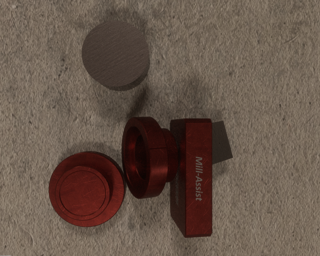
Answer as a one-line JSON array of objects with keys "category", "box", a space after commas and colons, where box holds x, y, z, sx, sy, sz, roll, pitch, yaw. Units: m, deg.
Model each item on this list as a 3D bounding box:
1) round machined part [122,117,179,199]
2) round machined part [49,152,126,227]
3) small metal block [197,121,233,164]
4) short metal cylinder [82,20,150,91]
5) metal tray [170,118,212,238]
[{"category": "round machined part", "box": [-0.011, 0.035, 0.378, 0.042, 0.098, 0.097, -2, 90, -25]}, {"category": "round machined part", "box": [-0.095, 0.080, 0.400, 0.099, 0.042, 0.097, 0, 90, -1]}, {"category": "small metal block", "box": [0.061, 0.021, 0.403, 0.050, 0.025, 0.050, -15, 90, -21]}, {"category": "short metal cylinder", "box": [-0.054, -0.090, 0.397, 0.081, 0.050, 0.079, 0, 90, -1]}, {"category": "metal tray", "box": [0.035, 0.054, 0.376, 0.030, 0.090, 0.129, 0, 90, -9]}]
